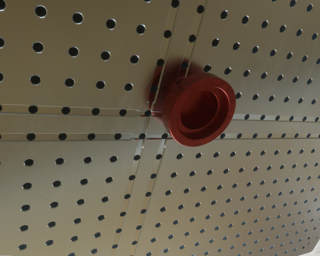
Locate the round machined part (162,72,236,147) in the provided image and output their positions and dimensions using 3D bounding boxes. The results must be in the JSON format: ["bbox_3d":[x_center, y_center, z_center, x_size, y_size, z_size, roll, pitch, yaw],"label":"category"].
[{"bbox_3d":[0.047,-0.027,0.408,0.099,0.042,0.097,-14,124,-21],"label":"round machined part"}]
